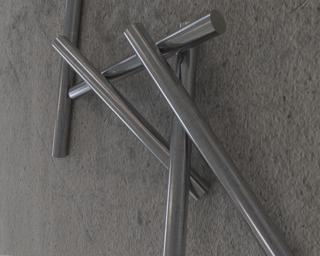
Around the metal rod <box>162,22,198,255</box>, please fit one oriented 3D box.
[{"bbox_3d":[0.024,0.024,0.353,0.025,0.025,0.299,-3,78,40],"label":"metal rod"}]

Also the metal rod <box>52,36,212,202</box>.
[{"bbox_3d":[-0.048,-0.024,0.410,0.300,0.025,0.025,46,118,18],"label":"metal rod"}]

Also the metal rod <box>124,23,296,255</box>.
[{"bbox_3d":[0.048,0.014,0.327,0.025,0.025,0.299,-39,78,33],"label":"metal rod"}]

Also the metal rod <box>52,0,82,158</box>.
[{"bbox_3d":[-0.161,-0.096,0.538,0.025,0.025,0.298,12,98,39],"label":"metal rod"}]

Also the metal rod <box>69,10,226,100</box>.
[{"bbox_3d":[-0.043,-0.082,0.415,0.299,0.025,0.025,-13,82,47],"label":"metal rod"}]
